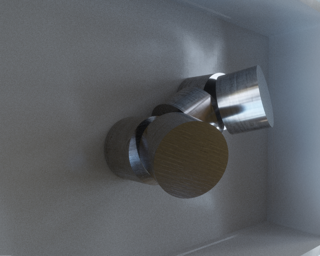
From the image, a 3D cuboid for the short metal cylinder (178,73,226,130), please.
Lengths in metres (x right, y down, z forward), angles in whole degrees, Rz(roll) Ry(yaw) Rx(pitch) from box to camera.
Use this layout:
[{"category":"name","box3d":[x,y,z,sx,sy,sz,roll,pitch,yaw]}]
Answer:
[{"category":"short metal cylinder","box3d":[0.070,-0.037,0.449,0.081,0.050,0.079,0,90,-40]}]

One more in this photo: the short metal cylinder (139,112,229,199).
[{"category":"short metal cylinder","box3d":[0.024,0.027,0.326,0.081,0.050,0.079,-5,104,-19]}]

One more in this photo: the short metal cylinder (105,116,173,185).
[{"category":"short metal cylinder","box3d":[-0.019,0.026,0.374,0.081,0.050,0.079,0,90,-40]}]

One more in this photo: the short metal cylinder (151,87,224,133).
[{"category":"short metal cylinder","box3d":[0.035,-0.007,0.400,0.050,0.080,0.080,-37,113,-34]}]

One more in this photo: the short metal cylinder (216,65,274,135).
[{"category":"short metal cylinder","box3d":[0.110,-0.035,0.398,0.080,0.050,0.080,35,49,-52]}]
